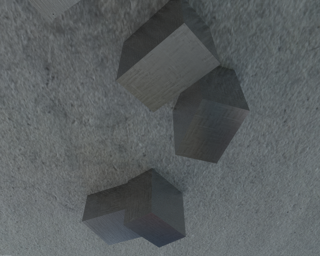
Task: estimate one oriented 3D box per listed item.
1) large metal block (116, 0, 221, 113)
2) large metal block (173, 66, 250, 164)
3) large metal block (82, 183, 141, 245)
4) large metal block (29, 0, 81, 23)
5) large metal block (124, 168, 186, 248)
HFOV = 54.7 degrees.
[{"bbox_3d":[0.006,-0.075,0.307,0.080,0.080,0.050,-35,122,25],"label":"large metal block"},{"bbox_3d":[0.053,-0.019,0.356,0.050,0.080,0.079,13,129,-11],"label":"large metal block"},{"bbox_3d":[-0.068,0.144,0.512,0.080,0.050,0.080,-20,128,16],"label":"large metal block"},{"bbox_3d":[-0.087,-0.152,0.260,0.080,0.050,0.080,-25,126,19],"label":"large metal block"},{"bbox_3d":[-0.007,0.123,0.476,0.050,0.080,0.080,-31,124,23],"label":"large metal block"}]
